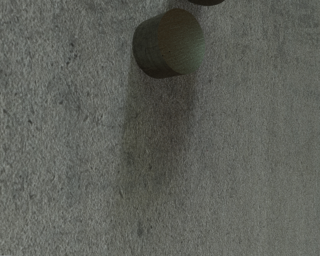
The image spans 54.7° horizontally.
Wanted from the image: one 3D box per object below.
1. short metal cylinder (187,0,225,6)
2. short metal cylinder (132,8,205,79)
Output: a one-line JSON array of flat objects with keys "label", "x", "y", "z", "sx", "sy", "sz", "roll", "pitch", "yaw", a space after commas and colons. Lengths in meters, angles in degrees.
[{"label": "short metal cylinder", "x": 0.062, "y": -0.214, "z": 0.420, "sx": 0.080, "sy": 0.080, "sz": 0.050, "roll": 31, "pitch": 71, "yaw": -36}, {"label": "short metal cylinder", "x": 0.012, "y": -0.106, "z": 0.398, "sx": 0.081, "sy": 0.050, "sz": 0.080, "roll": 0, "pitch": 90, "yaw": -40}]
